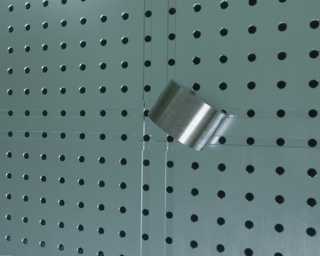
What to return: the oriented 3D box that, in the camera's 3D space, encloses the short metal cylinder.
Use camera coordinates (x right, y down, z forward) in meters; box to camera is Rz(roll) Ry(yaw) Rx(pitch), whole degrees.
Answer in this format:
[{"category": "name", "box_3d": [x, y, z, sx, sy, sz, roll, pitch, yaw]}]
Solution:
[{"category": "short metal cylinder", "box_3d": [0.033, -0.016, 0.372, 0.080, 0.080, 0.050, 37, 102, 16]}]
